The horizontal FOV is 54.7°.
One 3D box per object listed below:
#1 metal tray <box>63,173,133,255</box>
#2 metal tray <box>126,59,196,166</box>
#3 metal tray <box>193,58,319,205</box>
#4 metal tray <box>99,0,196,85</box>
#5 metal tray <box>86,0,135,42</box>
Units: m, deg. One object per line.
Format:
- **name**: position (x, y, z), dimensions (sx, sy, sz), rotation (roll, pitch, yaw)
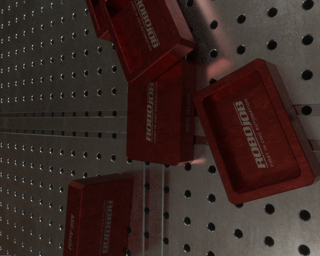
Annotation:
- **metal tray**: position (-0.086, 0.134, 0.435), dimensions (0.030, 0.091, 0.129), rotation (10, 96, 39)
- **metal tray**: position (-0.001, -0.020, 0.405), dimensions (0.090, 0.030, 0.129), rotation (3, 92, 39)
- **metal tray**: position (0.096, 0.005, 0.325), dimensions (0.090, 0.030, 0.129), rotation (-28, 73, 36)
- **metal tray**: position (-0.021, -0.130, 0.381), dimensions (0.090, 0.030, 0.130), rotation (-32, 70, 35)
- **metal tray**: position (-0.051, -0.197, 0.445), dimensions (0.130, 0.030, 0.090), rotation (-29, 72, 35)
